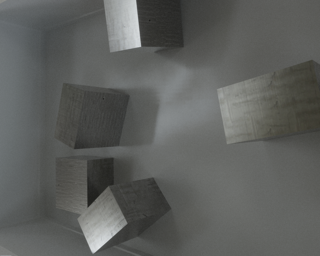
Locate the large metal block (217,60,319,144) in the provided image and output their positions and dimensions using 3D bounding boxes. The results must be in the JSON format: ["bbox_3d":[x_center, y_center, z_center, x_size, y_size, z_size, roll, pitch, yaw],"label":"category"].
[{"bbox_3d":[0.111,-0.018,0.279,0.080,0.081,0.050,-14,81,39],"label":"large metal block"}]

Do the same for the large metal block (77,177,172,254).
[{"bbox_3d":[-0.047,0.113,0.407,0.080,0.081,0.050,-47,62,29],"label":"large metal block"}]

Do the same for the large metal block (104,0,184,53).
[{"bbox_3d":[-0.018,-0.135,0.375,0.050,0.081,0.079,2,102,40],"label":"large metal block"}]

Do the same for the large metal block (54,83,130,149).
[{"bbox_3d":[-0.098,-0.017,0.449,0.050,0.081,0.079,22,104,37],"label":"large metal block"}]

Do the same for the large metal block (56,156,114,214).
[{"bbox_3d":[-0.119,0.086,0.486,0.080,0.050,0.079,-1,89,39],"label":"large metal block"}]
